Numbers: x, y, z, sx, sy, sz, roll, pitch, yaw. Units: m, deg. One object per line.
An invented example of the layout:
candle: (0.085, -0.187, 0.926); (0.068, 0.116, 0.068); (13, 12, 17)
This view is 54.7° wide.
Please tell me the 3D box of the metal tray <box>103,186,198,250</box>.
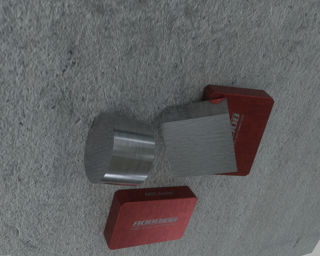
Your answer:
metal tray: (-0.013, 0.137, 0.482); (0.131, 0.030, 0.089); (3, 117, -30)

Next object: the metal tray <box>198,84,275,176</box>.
metal tray: (0.098, 0.007, 0.444); (0.091, 0.030, 0.129); (4, 118, -10)

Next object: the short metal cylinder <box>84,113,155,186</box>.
short metal cylinder: (-0.049, 0.026, 0.361); (0.050, 0.080, 0.079); (11, 113, -33)

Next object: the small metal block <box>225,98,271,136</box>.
small metal block: (0.133, -0.017, 0.469); (0.050, 0.025, 0.050); (-1, 119, -28)

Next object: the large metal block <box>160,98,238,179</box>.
large metal block: (0.051, 0.013, 0.396); (0.080, 0.050, 0.080); (-8, 115, 12)
